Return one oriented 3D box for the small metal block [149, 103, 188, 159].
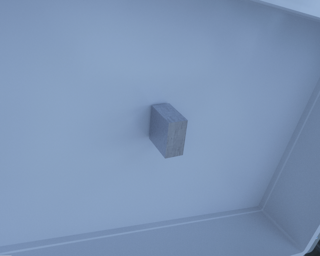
[{"bbox_3d":[0.009,0.003,0.394,0.025,0.050,0.050,-9,122,-24],"label":"small metal block"}]
